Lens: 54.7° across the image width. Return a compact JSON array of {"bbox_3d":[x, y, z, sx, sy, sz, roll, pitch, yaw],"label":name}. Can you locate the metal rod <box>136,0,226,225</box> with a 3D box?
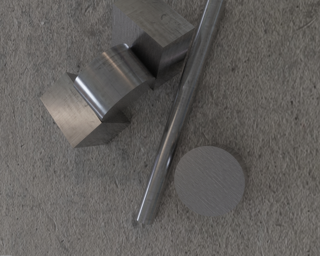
[{"bbox_3d":[0.025,-0.018,0.400,0.025,0.025,0.298,20,97,19],"label":"metal rod"}]

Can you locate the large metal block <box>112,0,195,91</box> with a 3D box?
[{"bbox_3d":[-0.012,-0.106,0.377,0.050,0.080,0.080,-39,74,-25],"label":"large metal block"}]

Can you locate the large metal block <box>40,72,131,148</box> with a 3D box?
[{"bbox_3d":[-0.096,-0.022,0.414,0.050,0.080,0.080,-40,78,16],"label":"large metal block"}]

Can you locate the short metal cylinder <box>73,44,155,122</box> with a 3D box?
[{"bbox_3d":[-0.052,-0.052,0.362,0.080,0.080,0.050,-40,89,15],"label":"short metal cylinder"}]

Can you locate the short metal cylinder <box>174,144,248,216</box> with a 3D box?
[{"bbox_3d":[0.063,0.060,0.373,0.080,0.050,0.080,0,90,20],"label":"short metal cylinder"}]
